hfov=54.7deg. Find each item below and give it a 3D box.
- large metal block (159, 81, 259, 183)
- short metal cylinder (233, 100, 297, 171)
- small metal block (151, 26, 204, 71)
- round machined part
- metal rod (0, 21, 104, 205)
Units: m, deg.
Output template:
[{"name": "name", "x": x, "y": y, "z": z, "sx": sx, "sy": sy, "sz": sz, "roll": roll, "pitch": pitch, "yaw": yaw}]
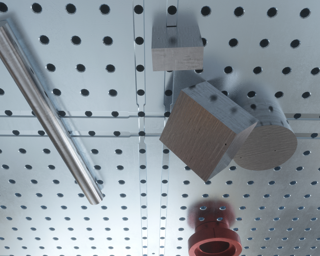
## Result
[{"name": "large metal block", "x": 0.055, "y": 0.003, "z": 0.371, "sx": 0.080, "sy": 0.050, "sz": 0.079, "roll": 42, "pitch": 132, "yaw": 23}, {"name": "short metal cylinder", "x": 0.130, "y": 0.011, "z": 0.406, "sx": 0.081, "sy": 0.050, "sz": 0.079, "roll": 0, "pitch": 130, "yaw": 0}, {"name": "small metal block", "x": 0.017, "y": -0.084, "z": 0.324, "sx": 0.050, "sy": 0.050, "sz": 0.025, "roll": -2, "pitch": 130, "yaw": 1}, {"name": "round machined part", "x": 0.101, "y": 0.213, "z": 0.584, "sx": 0.099, "sy": 0.042, "sz": 0.097, "roll": -1, "pitch": 130, "yaw": 0}, {"name": "metal rod", "x": -0.137, "y": 0.005, "z": 0.414, "sx": 0.025, "sy": 0.025, "sz": 0.298, "roll": -10, "pitch": 130, "yaw": 8}]
